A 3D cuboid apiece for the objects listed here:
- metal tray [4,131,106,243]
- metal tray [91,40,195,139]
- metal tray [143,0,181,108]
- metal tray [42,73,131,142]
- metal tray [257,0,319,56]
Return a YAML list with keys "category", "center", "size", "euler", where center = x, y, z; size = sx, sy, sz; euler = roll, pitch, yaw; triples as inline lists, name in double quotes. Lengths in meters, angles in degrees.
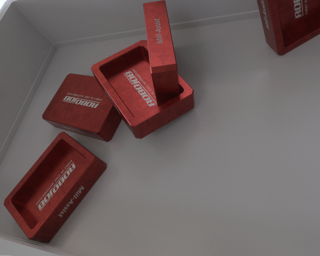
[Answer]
- category: "metal tray"
  center: [-0.146, 0.078, 0.431]
  size: [0.090, 0.030, 0.130]
  euler: [29, 78, 37]
- category: "metal tray"
  center: [-0.025, -0.057, 0.419]
  size: [0.090, 0.030, 0.130]
  euler: [-30, 57, -11]
- category: "metal tray"
  center: [0.003, -0.095, 0.417]
  size: [0.030, 0.090, 0.130]
  euler: [-8, 56, 2]
- category: "metal tray"
  center: [-0.114, -0.036, 0.484]
  size: [0.130, 0.030, 0.090]
  euler: [13, 68, 33]
- category: "metal tray"
  center: [0.159, -0.153, 0.349]
  size: [0.090, 0.130, 0.030]
  euler: [-31, 52, 9]
